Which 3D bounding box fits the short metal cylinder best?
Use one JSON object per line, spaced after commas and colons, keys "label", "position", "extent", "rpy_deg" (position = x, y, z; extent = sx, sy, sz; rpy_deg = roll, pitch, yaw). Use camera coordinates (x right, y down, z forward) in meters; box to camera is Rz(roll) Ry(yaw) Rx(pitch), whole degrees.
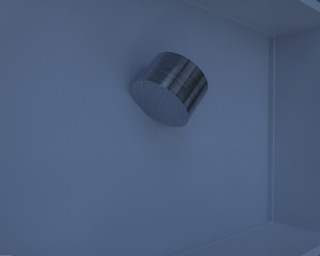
{"label": "short metal cylinder", "position": [0.012, -0.046, 0.383], "extent": [0.080, 0.080, 0.050], "rpy_deg": [50, 60, -29]}
